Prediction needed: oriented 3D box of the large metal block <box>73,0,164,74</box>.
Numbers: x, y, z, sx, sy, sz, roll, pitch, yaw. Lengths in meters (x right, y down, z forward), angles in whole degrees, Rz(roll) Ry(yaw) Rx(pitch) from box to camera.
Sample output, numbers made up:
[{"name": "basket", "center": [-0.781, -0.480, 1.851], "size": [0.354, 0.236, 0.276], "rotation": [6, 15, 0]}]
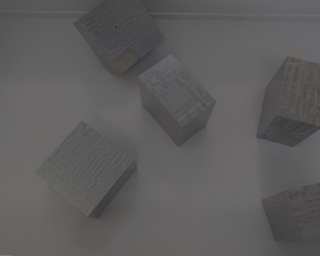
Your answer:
[{"name": "large metal block", "center": [-0.055, -0.131, 0.422], "size": [0.080, 0.050, 0.080], "rotation": [-42, 120, -14]}]

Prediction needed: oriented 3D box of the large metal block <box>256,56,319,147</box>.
[{"name": "large metal block", "center": [0.166, -0.030, 0.392], "size": [0.050, 0.080, 0.080], "rotation": [15, 71, 5]}]

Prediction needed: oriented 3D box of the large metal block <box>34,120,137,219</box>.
[{"name": "large metal block", "center": [-0.086, 0.052, 0.377], "size": [0.080, 0.050, 0.080], "rotation": [35, 74, 12]}]

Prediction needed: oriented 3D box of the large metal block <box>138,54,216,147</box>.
[{"name": "large metal block", "center": [0.019, -0.032, 0.392], "size": [0.050, 0.080, 0.080], "rotation": [-37, 74, -12]}]

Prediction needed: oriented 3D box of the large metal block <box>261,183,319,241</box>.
[{"name": "large metal block", "center": [0.172, 0.092, 0.348], "size": [0.081, 0.080, 0.050], "rotation": [-12, 71, -4]}]
